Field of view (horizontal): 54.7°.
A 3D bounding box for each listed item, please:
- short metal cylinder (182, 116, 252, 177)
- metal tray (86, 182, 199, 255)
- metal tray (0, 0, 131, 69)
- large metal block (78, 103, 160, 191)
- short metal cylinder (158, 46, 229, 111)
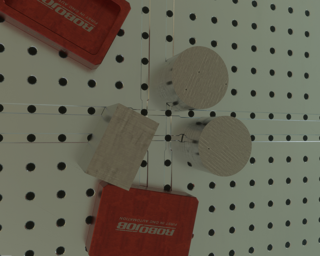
[{"bbox_3d":[0.078,0.024,0.428,0.081,0.050,0.079,0,90,-20],"label":"short metal cylinder"},{"bbox_3d":[-0.021,0.124,0.403,0.131,0.030,0.090,13,86,-20],"label":"metal tray"},{"bbox_3d":[-0.112,-0.141,0.368,0.131,0.030,0.090,29,81,-18],"label":"metal tray"},{"bbox_3d":[-0.052,0.020,0.364,0.050,0.080,0.080,27,81,-18],"label":"large metal block"},{"bbox_3d":[0.044,-0.064,0.415,0.081,0.050,0.079,0,90,-20],"label":"short metal cylinder"}]
